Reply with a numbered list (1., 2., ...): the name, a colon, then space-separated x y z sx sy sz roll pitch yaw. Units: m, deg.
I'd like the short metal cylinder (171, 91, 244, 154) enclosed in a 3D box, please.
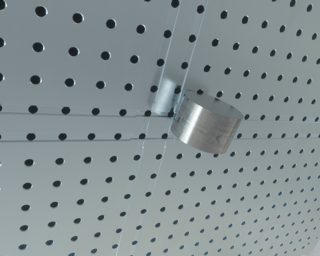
1. short metal cylinder: 0.060 -0.009 0.402 0.081 0.080 0.050 8 114 -32
